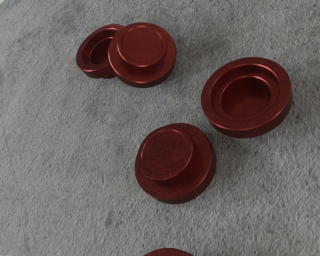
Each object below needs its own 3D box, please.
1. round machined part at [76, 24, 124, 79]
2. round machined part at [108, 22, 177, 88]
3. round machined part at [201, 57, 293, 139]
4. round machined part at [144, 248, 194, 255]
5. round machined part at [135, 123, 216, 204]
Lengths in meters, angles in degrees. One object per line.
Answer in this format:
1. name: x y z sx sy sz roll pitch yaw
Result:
1. round machined part: -0.086 -0.121 0.512 0.098 0.042 0.098 -13 56 21
2. round machined part: -0.025 -0.111 0.446 0.099 0.042 0.098 1 75 -2
3. round machined part: 0.101 -0.031 0.359 0.098 0.042 0.098 -13 56 21
4. round machined part: 0.013 0.165 0.285 0.098 0.042 0.098 -13 56 21
5. round machined part: 0.013 0.036 0.364 0.098 0.042 0.098 -13 56 21
